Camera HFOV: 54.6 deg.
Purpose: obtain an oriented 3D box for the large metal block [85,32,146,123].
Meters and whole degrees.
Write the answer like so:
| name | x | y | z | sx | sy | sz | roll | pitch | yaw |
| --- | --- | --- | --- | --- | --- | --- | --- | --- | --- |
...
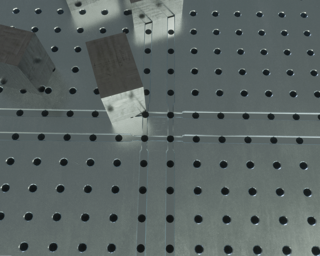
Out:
| name | x | y | z | sx | sy | sz | roll | pitch | yaw |
| --- | --- | --- | --- | --- | --- | --- | --- | --- | --- |
| large metal block | -0.055 | -0.063 | 0.405 | 0.050 | 0.080 | 0.080 | -17 | 71 | -6 |

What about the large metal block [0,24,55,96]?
| name | x | y | z | sx | sy | sz | roll | pitch | yaw |
| --- | --- | --- | --- | --- | --- | --- | --- | --- | --- |
| large metal block | -0.200 | -0.092 | 0.415 | 0.080 | 0.080 | 0.050 | 14 | 71 | 5 |

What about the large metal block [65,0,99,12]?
| name | x | y | z | sx | sy | sz | roll | pitch | yaw |
| --- | --- | --- | --- | --- | --- | --- | --- | --- | --- |
| large metal block | -0.125 | -0.243 | 0.487 | 0.080 | 0.050 | 0.080 | -26 | 72 | -9 |

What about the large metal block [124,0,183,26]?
| name | x | y | z | sx | sy | sz | roll | pitch | yaw |
| --- | --- | --- | --- | --- | --- | --- | --- | --- | --- |
| large metal block | -0.016 | -0.215 | 0.477 | 0.080 | 0.050 | 0.080 | -18 | 71 | -7 |
